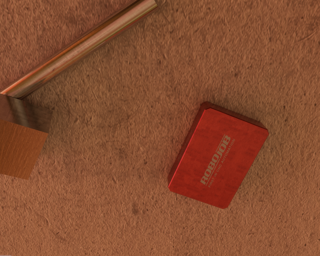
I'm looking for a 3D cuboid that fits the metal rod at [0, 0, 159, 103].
[{"bbox_3d":[-0.135,-0.073,0.381,0.300,0.025,0.025,-30,108,10],"label":"metal rod"}]

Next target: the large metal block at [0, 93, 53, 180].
[{"bbox_3d":[-0.188,0.010,0.382,0.081,0.050,0.080,20,119,-24],"label":"large metal block"}]

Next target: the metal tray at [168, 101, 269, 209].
[{"bbox_3d":[0.075,0.039,0.422,0.090,0.030,0.129,21,109,-8],"label":"metal tray"}]
